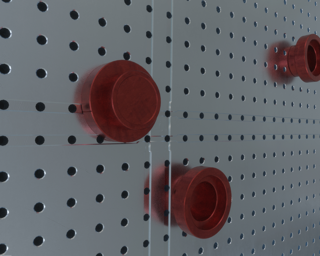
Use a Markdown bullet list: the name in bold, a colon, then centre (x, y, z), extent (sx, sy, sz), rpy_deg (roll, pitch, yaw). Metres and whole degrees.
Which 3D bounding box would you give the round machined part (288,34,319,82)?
- **round machined part**: centre (0.306, -0.144, 0.652), extent (0.099, 0.042, 0.097), rpy_deg (0, 90, -40)

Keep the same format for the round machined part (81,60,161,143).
- **round machined part**: centre (-0.038, -0.031, 0.365), extent (0.099, 0.042, 0.097), rpy_deg (0, 90, -40)

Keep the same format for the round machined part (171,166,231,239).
- **round machined part**: centre (0.055, 0.103, 0.443), extent (0.099, 0.042, 0.097), rpy_deg (0, 90, -40)
